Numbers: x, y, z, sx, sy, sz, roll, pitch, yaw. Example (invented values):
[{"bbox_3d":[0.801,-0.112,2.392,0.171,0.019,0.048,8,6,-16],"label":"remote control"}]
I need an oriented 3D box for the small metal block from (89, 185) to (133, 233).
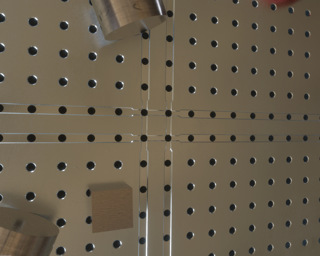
[{"bbox_3d":[-0.062,0.100,0.390,0.050,0.025,0.050,-1,91,-20],"label":"small metal block"}]

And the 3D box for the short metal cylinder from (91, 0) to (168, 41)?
[{"bbox_3d":[-0.036,-0.143,0.370,0.081,0.080,0.050,-22,98,-19],"label":"short metal cylinder"}]

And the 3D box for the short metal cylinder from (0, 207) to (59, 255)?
[{"bbox_3d":[-0.155,0.122,0.326,0.080,0.080,0.050,23,83,-19],"label":"short metal cylinder"}]
